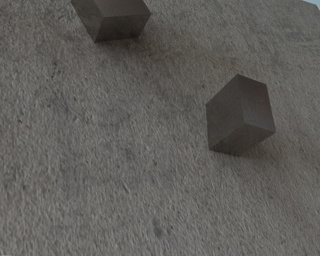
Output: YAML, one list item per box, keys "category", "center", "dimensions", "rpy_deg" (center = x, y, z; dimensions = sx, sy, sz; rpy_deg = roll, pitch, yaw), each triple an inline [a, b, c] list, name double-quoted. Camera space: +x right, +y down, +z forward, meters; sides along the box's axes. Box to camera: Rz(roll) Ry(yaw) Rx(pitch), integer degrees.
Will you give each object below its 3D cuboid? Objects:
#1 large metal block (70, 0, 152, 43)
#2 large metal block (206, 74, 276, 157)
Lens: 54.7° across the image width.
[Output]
- category: "large metal block"
  center: [-0.073, -0.178, 0.458]
  dimensions: [0.081, 0.050, 0.080]
  rpy_deg: [-20, 73, -36]
- category: "large metal block"
  center: [0.110, -0.015, 0.439]
  dimensions: [0.050, 0.080, 0.080]
  rpy_deg: [15, 56, -20]
